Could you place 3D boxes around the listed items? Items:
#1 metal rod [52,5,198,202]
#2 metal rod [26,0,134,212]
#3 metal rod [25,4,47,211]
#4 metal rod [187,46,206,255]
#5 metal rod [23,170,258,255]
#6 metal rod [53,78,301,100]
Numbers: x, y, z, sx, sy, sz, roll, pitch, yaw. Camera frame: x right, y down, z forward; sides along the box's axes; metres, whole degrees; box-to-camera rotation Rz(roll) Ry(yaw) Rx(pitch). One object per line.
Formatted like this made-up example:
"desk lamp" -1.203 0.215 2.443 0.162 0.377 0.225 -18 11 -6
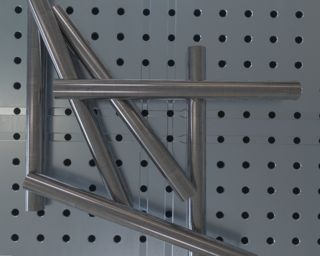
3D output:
"metal rod" -0.051 -0.034 0.402 0.025 0.025 0.300 -36 86 0
"metal rod" -0.102 -0.029 0.400 0.025 0.025 0.299 -22 95 0
"metal rod" -0.164 -0.042 0.412 0.025 0.025 0.298 1 90 0
"metal rod" 0.049 0.043 0.413 0.025 0.025 0.298 0 90 0
"metal rod" -0.023 0.117 0.387 0.301 0.025 0.025 21 90 0
"metal rod" 0.025 -0.048 0.385 0.302 0.025 0.025 0 90 -5
